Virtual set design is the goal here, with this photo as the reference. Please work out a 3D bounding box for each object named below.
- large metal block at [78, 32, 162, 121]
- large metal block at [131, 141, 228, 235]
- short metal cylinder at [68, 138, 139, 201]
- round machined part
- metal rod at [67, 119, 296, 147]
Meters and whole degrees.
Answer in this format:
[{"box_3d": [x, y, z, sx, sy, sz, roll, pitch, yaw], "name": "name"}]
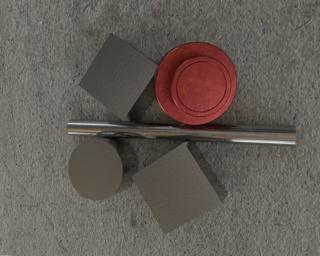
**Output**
[{"box_3d": [-0.045, -0.065, 0.409, 0.080, 0.050, 0.080, 38, 102, 15], "name": "large metal block"}, {"box_3d": [0.025, 0.072, 0.387, 0.080, 0.050, 0.080, -35, 79, 16], "name": "large metal block"}, {"box_3d": [-0.076, 0.054, 0.422, 0.080, 0.050, 0.079, 0, 90, 19], "name": "short metal cylinder"}, {"box_3d": [0.043, -0.050, 0.360, 0.099, 0.042, 0.097, -2, 105, -8], "name": "round machined part"}, {"box_3d": [0.013, 0.004, 0.406, 0.301, 0.025, 0.025, 2, 91, 19], "name": "metal rod"}]
